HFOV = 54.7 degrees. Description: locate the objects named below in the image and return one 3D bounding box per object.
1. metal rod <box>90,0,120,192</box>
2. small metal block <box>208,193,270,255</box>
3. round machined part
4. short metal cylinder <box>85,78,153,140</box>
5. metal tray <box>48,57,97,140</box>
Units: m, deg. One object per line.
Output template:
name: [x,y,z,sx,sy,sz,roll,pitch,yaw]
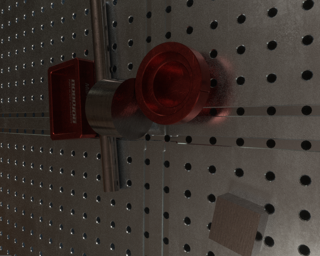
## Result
metal rod: [-0.085,-0.054,0.476,0.025,0.025,0.298,-8,85,39]
small metal block: [0.086,0.105,0.338,0.050,0.025,0.050,17,101,38]
round machined part: [0.020,-0.052,0.380,0.098,0.042,0.097,0,89,38]
short metal cylinder: [-0.051,-0.026,0.414,0.050,0.081,0.079,6,94,40]
metal tray: [-0.151,-0.046,0.527,0.090,0.030,0.129,-6,86,39]
